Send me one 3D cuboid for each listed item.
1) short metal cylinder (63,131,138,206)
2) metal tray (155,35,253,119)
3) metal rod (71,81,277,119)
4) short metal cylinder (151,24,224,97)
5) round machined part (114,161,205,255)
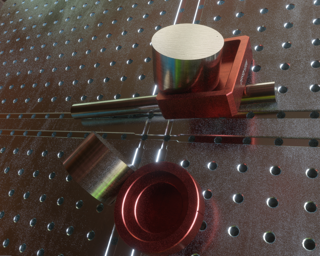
[{"bbox_3d":[-0.070,0.049,0.380,0.050,0.080,0.080,-47,51,-5],"label":"short metal cylinder"},{"bbox_3d":[0.059,-0.065,0.386,0.090,0.030,0.130,-1,41,28],"label":"metal tray"},{"bbox_3d":[0.001,-0.034,0.428,0.300,0.025,0.025,-4,60,26],"label":"metal rod"},{"bbox_3d":[0.031,-0.081,0.363,0.080,0.050,0.080,-1,45,1],"label":"short metal cylinder"},{"bbox_3d":[0.003,0.090,0.341,0.098,0.042,0.098,-13,56,21],"label":"round machined part"}]
